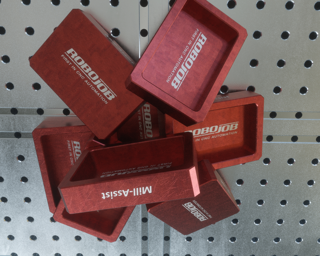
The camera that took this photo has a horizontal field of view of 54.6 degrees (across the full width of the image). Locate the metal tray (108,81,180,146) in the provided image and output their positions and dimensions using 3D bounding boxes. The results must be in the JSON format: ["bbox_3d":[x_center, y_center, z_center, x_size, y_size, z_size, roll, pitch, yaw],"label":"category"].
[{"bbox_3d":[-0.019,0.005,0.412,0.090,0.030,0.129,-5,108,0],"label":"metal tray"}]

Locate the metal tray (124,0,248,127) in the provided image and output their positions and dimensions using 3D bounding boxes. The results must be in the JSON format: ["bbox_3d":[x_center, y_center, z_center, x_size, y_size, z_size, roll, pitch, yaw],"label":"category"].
[{"bbox_3d":[0.032,-0.078,0.346,0.090,0.030,0.130,32,74,-11],"label":"metal tray"}]

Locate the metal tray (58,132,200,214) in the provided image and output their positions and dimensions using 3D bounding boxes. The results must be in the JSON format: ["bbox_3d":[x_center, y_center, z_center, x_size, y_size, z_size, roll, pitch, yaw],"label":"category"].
[{"bbox_3d":[-0.027,0.043,0.325,0.130,0.090,0.030,-10,110,8],"label":"metal tray"}]

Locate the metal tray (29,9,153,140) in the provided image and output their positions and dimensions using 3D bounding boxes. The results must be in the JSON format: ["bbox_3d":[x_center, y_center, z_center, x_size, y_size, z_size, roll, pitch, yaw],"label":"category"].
[{"bbox_3d":[-0.079,-0.062,0.369,0.090,0.030,0.130,-43,89,14],"label":"metal tray"}]

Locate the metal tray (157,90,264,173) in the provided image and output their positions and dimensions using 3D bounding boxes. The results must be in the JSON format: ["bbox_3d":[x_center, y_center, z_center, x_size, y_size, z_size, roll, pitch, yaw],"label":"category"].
[{"bbox_3d":[0.066,0.007,0.394,0.131,0.030,0.089,-10,111,-15],"label":"metal tray"}]

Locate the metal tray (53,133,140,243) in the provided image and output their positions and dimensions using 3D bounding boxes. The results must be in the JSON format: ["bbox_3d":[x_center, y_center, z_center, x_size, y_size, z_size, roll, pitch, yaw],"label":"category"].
[{"bbox_3d":[-0.073,0.080,0.407,0.090,0.030,0.129,25,108,-9],"label":"metal tray"}]

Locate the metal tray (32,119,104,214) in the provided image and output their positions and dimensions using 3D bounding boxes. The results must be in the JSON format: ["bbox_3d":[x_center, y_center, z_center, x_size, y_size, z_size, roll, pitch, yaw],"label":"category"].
[{"bbox_3d":[-0.115,0.054,0.430,0.090,0.030,0.129,-4,109,1],"label":"metal tray"}]

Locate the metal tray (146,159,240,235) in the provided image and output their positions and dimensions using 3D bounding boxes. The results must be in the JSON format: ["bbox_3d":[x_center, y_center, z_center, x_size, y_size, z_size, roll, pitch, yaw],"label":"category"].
[{"bbox_3d":[0.046,0.097,0.411,0.090,0.030,0.130,-27,141,10],"label":"metal tray"}]
